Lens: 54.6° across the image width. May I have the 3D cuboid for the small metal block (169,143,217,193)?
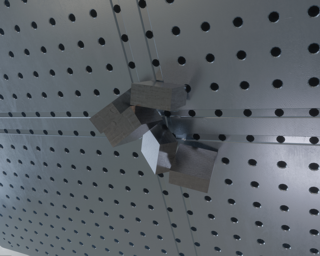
[{"bbox_3d":[0.043,0.051,0.399,0.050,0.050,0.025,13,132,12],"label":"small metal block"}]

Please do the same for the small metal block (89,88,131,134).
[{"bbox_3d":[-0.058,-0.023,0.412,0.050,0.050,0.025,-29,102,38],"label":"small metal block"}]

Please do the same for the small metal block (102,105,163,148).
[{"bbox_3d":[-0.032,-0.004,0.377,0.050,0.050,0.025,-37,80,28],"label":"small metal block"}]

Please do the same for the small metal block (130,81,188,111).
[{"bbox_3d":[0.000,-0.040,0.368,0.050,0.050,0.025,11,106,22],"label":"small metal block"}]

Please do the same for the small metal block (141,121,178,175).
[{"bbox_3d":[-0.002,0.025,0.411,0.050,0.025,0.050,-126,35,-46],"label":"small metal block"}]
